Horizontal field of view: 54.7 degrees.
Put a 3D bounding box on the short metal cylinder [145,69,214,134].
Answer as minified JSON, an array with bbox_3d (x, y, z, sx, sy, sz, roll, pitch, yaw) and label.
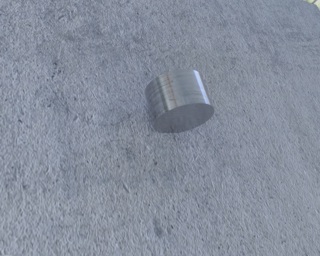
[{"bbox_3d":[0.025,-0.033,0.405,0.081,0.080,0.050,-1,63,-29],"label":"short metal cylinder"}]
